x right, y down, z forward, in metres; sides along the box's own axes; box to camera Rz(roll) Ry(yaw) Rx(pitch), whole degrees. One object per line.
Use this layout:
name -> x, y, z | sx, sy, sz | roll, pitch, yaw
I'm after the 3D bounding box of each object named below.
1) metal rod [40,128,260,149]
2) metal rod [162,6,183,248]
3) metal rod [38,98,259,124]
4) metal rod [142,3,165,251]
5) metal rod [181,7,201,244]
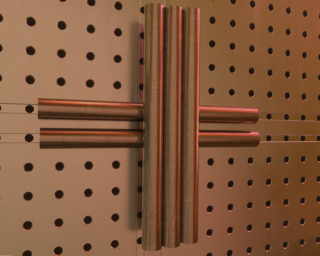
metal rod -> 0.001, 0.014, 0.414 | 0.303, 0.025, 0.025 | 1, 90, -21
metal rod -> 0.015, -0.002, 0.393 | 0.025, 0.025, 0.298 | 1, 90, -20
metal rod -> 0.000, -0.020, 0.414 | 0.303, 0.025, 0.025 | 1, 90, -21
metal rod -> -0.009, -0.001, 0.384 | 0.025, 0.025, 0.298 | 1, 90, -20
metal rod -> 0.038, -0.003, 0.402 | 0.025, 0.025, 0.298 | 1, 90, -20
